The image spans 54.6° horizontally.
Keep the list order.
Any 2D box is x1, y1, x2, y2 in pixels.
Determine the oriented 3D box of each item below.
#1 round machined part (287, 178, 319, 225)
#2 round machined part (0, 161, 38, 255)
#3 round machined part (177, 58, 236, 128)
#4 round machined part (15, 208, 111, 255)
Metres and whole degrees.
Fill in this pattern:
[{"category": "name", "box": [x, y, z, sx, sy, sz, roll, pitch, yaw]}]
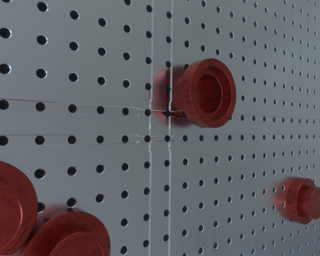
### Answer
[{"category": "round machined part", "box": [0.314, 0.157, 0.660, 0.099, 0.042, 0.097, 0, 90, -40]}, {"category": "round machined part", "box": [-0.155, 0.076, 0.268, 0.099, 0.042, 0.097, 0, 90, -40]}, {"category": "round machined part", "box": [0.064, -0.049, 0.450, 0.099, 0.042, 0.097, 0, 90, -40]}, {"category": "round machined part", "box": [-0.093, 0.136, 0.320, 0.099, 0.042, 0.097, 0, 90, -40]}]
